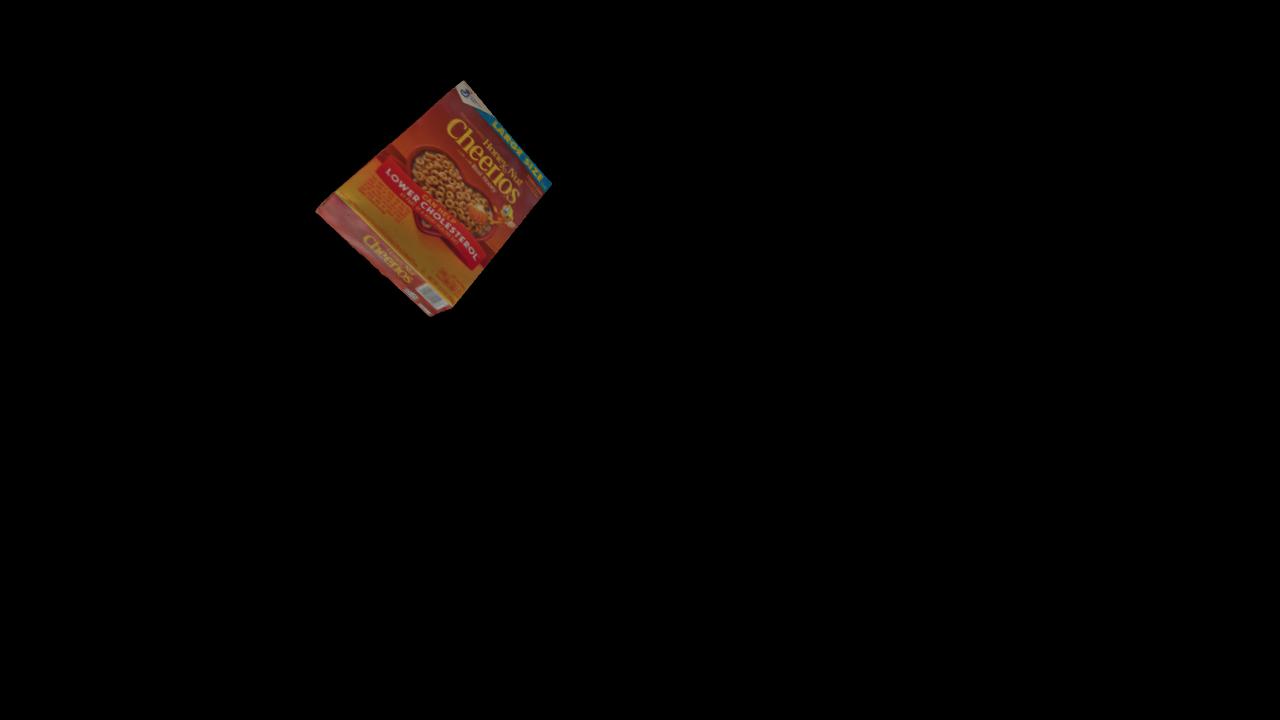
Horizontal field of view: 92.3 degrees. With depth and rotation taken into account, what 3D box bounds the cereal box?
[{"bbox_3d":[-0.279,-0.240,0.896,0.081,0.306,0.203,-14,-52,43],"label":"cereal box"}]
